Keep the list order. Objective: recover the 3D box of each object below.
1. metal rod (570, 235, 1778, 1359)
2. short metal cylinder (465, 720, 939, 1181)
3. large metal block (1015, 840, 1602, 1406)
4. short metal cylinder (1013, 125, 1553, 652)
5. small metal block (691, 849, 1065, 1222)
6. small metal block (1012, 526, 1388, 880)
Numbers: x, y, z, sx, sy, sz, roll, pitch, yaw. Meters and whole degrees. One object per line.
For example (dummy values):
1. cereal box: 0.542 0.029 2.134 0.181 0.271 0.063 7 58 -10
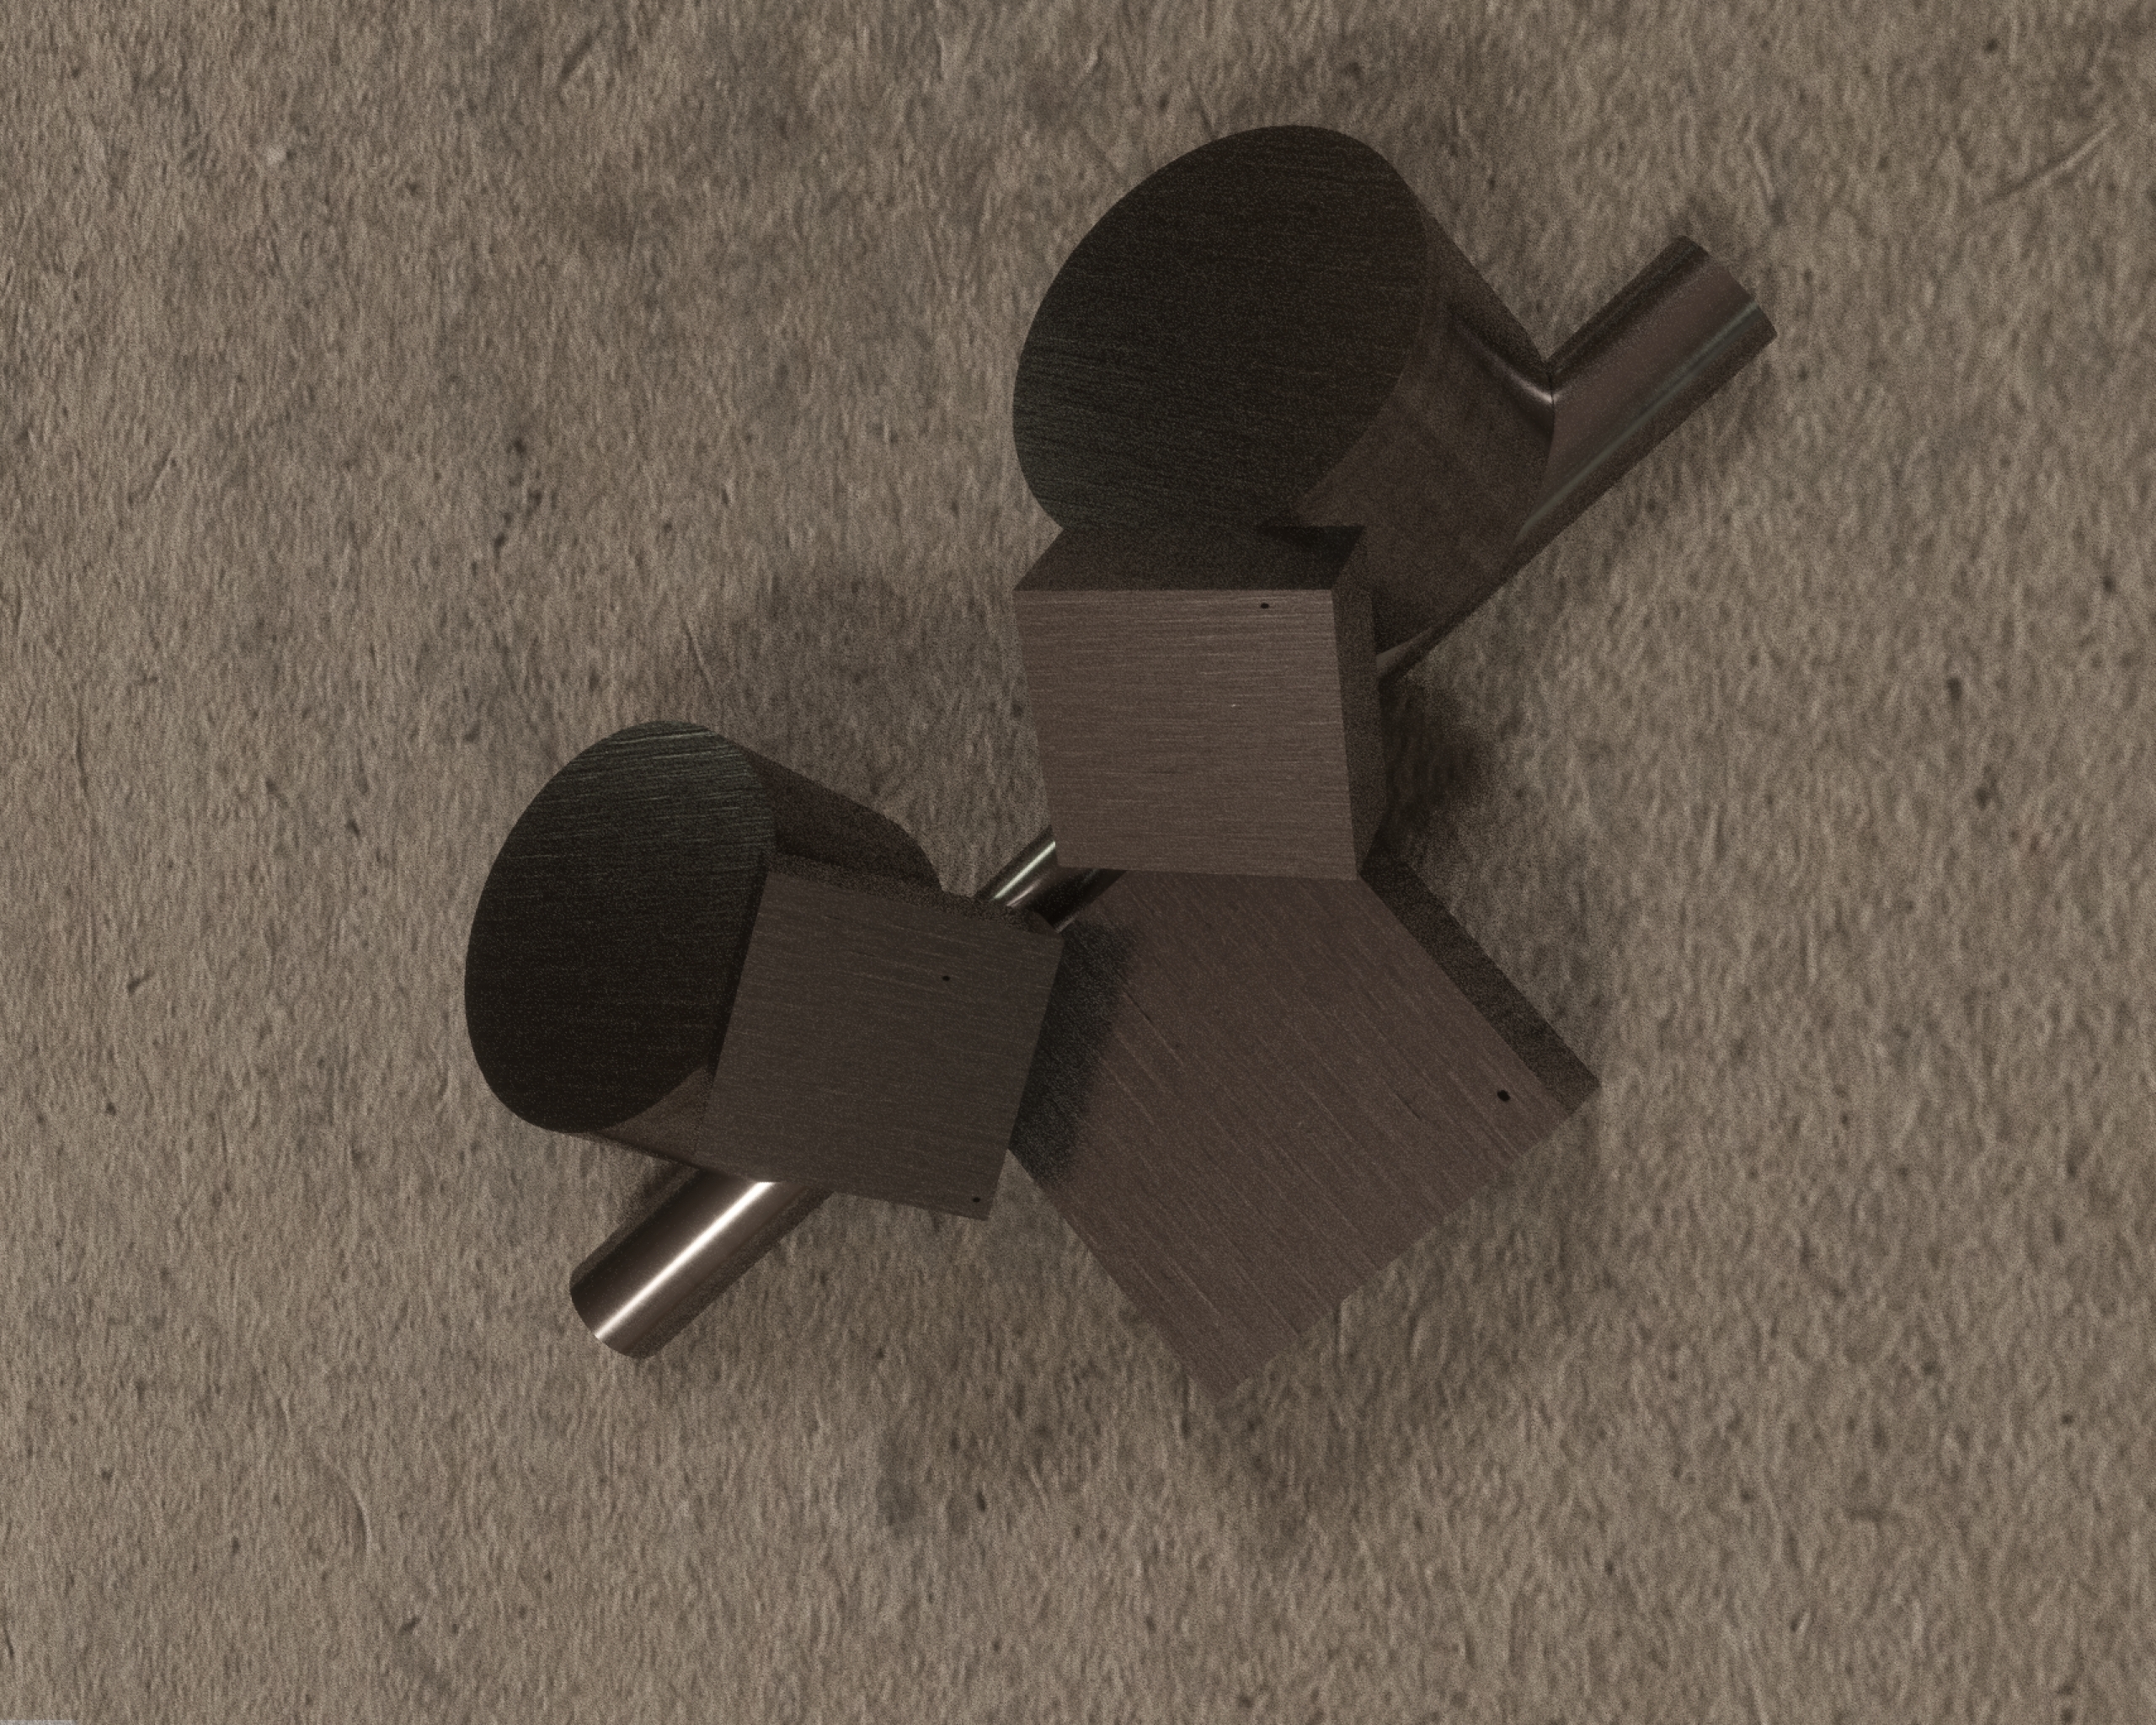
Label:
1. metal rod: 0.009 -0.003 0.406 0.299 0.025 0.025 -43 77 14
2. short metal cylinder: -0.072 0.018 0.406 0.080 0.050 0.080 -14 65 31
3. large metal block: 0.035 0.038 0.382 0.080 0.050 0.080 -43 77 14
4. short metal cylinder: 0.036 -0.080 0.368 0.080 0.050 0.080 -14 65 31
5. small metal block: -0.035 0.029 0.356 0.050 0.025 0.050 14 96 -13
6. small metal block: 0.021 -0.026 0.336 0.050 0.025 0.050 2 122 19
